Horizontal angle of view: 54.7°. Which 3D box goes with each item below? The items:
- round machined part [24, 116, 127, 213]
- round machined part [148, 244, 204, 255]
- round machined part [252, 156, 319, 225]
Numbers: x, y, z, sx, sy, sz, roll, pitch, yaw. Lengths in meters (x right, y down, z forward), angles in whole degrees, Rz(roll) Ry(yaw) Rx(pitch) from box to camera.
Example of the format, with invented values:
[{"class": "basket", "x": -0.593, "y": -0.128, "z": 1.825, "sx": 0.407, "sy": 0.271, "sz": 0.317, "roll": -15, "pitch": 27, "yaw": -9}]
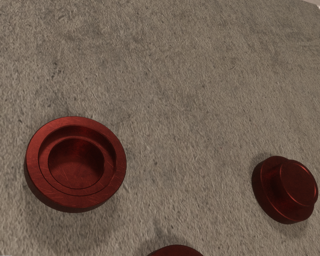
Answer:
[{"class": "round machined part", "x": -0.088, "y": 0.040, "z": 0.322, "sx": 0.099, "sy": 0.042, "sz": 0.098, "roll": 14, "pitch": 56, "yaw": -21}, {"class": "round machined part", "x": 0.022, "y": 0.166, "z": 0.305, "sx": 0.099, "sy": 0.042, "sz": 0.098, "roll": 14, "pitch": 56, "yaw": -21}, {"class": "round machined part", "x": 0.185, "y": 0.084, "z": 0.444, "sx": 0.099, "sy": 0.042, "sz": 0.098, "roll": 14, "pitch": 56, "yaw": -21}]
